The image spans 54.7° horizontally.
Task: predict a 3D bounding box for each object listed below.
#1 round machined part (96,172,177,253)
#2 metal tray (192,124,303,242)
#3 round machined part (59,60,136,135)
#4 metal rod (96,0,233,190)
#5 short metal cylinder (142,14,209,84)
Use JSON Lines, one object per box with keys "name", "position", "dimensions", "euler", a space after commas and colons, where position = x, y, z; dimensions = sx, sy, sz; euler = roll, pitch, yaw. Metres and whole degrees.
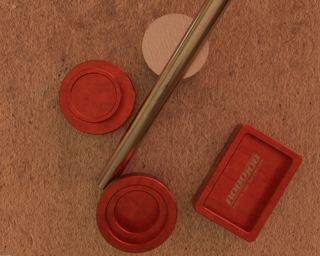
{"name": "round machined part", "position": [-0.030, 0.104, 0.398], "dimensions": [0.099, 0.042, 0.097], "euler": [0, 95, -5]}
{"name": "metal tray", "position": [0.112, 0.070, 0.408], "dimensions": [0.090, 0.030, 0.130], "euler": [31, 90, -1]}
{"name": "round machined part", "position": [-0.082, -0.040, 0.400], "dimensions": [0.099, 0.042, 0.097], "euler": [0, 90, -1]}
{"name": "metal rod", "position": [0.003, -0.044, 0.364], "dimensions": [0.025, 0.025, 0.298], "euler": [33, 108, -1]}
{"name": "short metal cylinder", "position": [0.019, -0.098, 0.398], "dimensions": [0.081, 0.050, 0.079], "euler": [0, 90, -1]}
